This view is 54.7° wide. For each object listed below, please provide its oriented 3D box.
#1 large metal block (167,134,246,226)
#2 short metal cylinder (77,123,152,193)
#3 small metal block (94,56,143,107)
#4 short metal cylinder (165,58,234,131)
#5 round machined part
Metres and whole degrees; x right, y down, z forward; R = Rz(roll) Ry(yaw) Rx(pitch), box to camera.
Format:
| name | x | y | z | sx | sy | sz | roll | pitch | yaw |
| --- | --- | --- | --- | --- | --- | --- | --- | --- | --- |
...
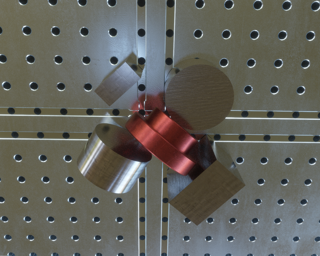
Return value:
| name | x | y | z | sx | sy | sz | roll | pitch | yaw |
| --- | --- | --- | --- | --- | --- | --- | --- | --- | --- |
| large metal block | 0.056 | 0.066 | 0.410 | 0.050 | 0.080 | 0.080 | 42 | 105 | -14 |
| short metal cylinder | -0.058 | 0.037 | 0.397 | 0.080 | 0.080 | 0.050 | 29 | 107 | -11 |
| small metal block | -0.049 | -0.058 | 0.378 | 0.050 | 0.050 | 0.025 | -40 | 106 | 13 |
| short metal cylinder | 0.046 | -0.043 | 0.384 | 0.081 | 0.050 | 0.079 | 0 | 110 | -1 |
| round machined part | 0.008 | 0.011 | 0.379 | 0.098 | 0.098 | 0.042 | 39 | 93 | -14 |
